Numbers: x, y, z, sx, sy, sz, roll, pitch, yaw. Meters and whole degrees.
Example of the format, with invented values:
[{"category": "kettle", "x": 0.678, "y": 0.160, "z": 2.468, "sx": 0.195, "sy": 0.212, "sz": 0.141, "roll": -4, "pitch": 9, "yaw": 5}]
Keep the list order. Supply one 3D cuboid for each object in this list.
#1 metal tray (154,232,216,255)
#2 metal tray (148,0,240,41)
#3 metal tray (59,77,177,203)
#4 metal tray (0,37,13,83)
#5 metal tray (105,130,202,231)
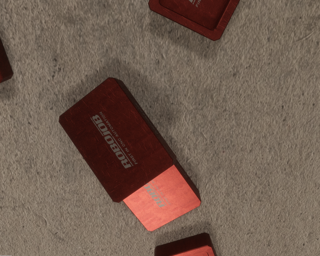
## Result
[{"category": "metal tray", "x": 0.054, "y": 0.237, "z": 0.495, "sx": 0.090, "sy": 0.030, "sz": 0.129, "roll": -19, "pitch": 109, "yaw": 6}, {"category": "metal tray", "x": 0.053, "y": -0.175, "z": 0.343, "sx": 0.090, "sy": 0.030, "sz": 0.129, "roll": 24, "pitch": 108, "yaw": -9}, {"category": "metal tray", "x": -0.052, "y": 0.014, "z": 0.385, "sx": 0.090, "sy": 0.030, "sz": 0.130, "roll": -36, "pitch": 85, "yaw": 10}, {"category": "metal tray", "x": -0.242, "y": -0.110, "z": 0.362, "sx": 0.090, "sy": 0.030, "sz": 0.129, "roll": -11, "pitch": 110, "yaw": 3}, {"category": "metal tray", "x": -0.013, "y": 0.074, "z": 0.434, "sx": 0.090, "sy": 0.030, "sz": 0.130, "roll": -32, "pitch": 108, "yaw": 10}]
